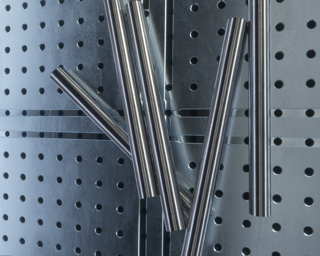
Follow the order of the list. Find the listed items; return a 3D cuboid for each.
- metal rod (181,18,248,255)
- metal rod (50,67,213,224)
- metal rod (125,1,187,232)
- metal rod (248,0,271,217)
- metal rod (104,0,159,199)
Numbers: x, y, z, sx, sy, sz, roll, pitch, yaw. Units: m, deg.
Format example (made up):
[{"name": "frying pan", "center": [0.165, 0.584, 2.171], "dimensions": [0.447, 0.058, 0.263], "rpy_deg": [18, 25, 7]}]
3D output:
[{"name": "metal rod", "center": [0.065, 0.016, 0.372], "dimensions": [0.025, 0.025, 0.298], "rpy_deg": [11, 87, 19]}, {"name": "metal rod", "center": [-0.048, 0.018, 0.428], "dimensions": [0.300, 0.025, 0.025], "rpy_deg": [43, 103, 14]}, {"name": "metal rod", "center": [-0.008, -0.023, 0.398], "dimensions": [0.025, 0.025, 0.298], "rpy_deg": [-14, 79, 19]}, {"name": "metal rod", "center": [0.119, -0.047, 0.370], "dimensions": [0.025, 0.025, 0.298], "rpy_deg": [0, 90, 19]}, {"name": "metal rod", "center": [-0.042, -0.058, 0.410], "dimensions": [0.025, 0.025, 0.298], "rpy_deg": [-15, 79, 19]}]
